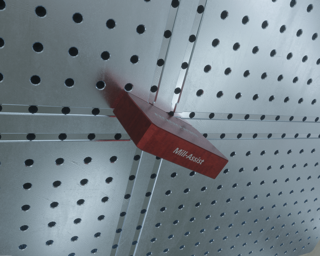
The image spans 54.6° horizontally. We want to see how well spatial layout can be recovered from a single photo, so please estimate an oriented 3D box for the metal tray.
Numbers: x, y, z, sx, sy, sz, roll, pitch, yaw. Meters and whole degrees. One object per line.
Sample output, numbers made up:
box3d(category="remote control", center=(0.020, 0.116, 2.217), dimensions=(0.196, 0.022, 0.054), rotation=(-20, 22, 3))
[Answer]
box3d(category="metal tray", center=(0.014, 0.010, 0.382), dimensions=(0.131, 0.090, 0.030), rotation=(26, 104, -37))
